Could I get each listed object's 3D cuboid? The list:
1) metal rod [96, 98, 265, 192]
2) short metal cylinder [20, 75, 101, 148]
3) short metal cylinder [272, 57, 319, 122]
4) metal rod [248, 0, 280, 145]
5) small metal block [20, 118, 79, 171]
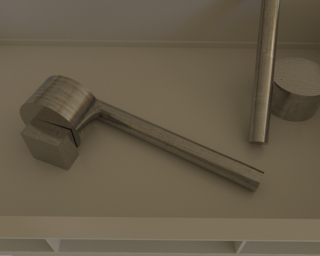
[{"bbox_3d":[-0.016,0.004,0.401,0.301,0.025,0.025,24,54,18],"label":"metal rod"},{"bbox_3d":[-0.122,-0.018,0.383,0.080,0.080,0.050,16,52,13],"label":"short metal cylinder"},{"bbox_3d":[0.190,-0.055,0.438,0.081,0.050,0.080,0,50,0],"label":"short metal cylinder"},{"bbox_3d":[0.147,-0.126,0.421,0.025,0.025,0.299,8,79,6],"label":"metal rod"},{"bbox_3d":[-0.130,0.020,0.370,0.050,0.050,0.025,17,52,13],"label":"small metal block"}]
